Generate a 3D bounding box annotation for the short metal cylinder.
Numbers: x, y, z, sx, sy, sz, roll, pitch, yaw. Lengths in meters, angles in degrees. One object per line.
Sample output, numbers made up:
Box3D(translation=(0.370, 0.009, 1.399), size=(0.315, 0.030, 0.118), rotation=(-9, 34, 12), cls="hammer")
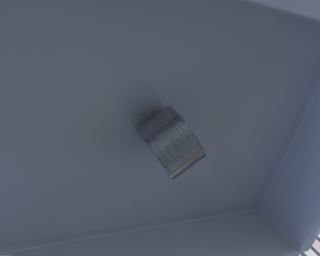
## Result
Box3D(translation=(0.013, 0.018, 0.390), size=(0.050, 0.080, 0.080), rotation=(-36, 130, -5), cls="short metal cylinder")
